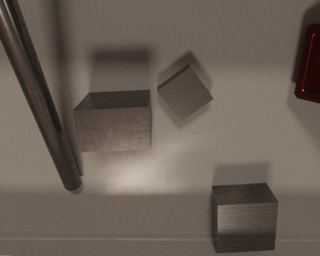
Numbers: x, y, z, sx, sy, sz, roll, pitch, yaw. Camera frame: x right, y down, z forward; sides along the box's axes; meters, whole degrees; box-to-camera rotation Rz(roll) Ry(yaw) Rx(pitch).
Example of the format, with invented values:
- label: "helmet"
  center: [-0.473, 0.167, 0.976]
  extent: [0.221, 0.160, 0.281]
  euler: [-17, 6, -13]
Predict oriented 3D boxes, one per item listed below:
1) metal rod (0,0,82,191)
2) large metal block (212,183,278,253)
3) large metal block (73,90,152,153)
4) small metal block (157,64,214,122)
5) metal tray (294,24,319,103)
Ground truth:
- label: "metal rod"
  center: [-0.129, -0.026, 0.336]
  extent: [0.025, 0.025, 0.298]
  euler: [-2, 135, 0]
- label: "large metal block"
  center: [0.119, 0.129, 0.447]
  extent: [0.081, 0.050, 0.079]
  euler: [-4, 110, 1]
- label: "large metal block"
  center: [-0.052, -0.011, 0.377]
  extent: [0.081, 0.080, 0.050]
  euler: [-3, 110, 0]
- label: "small metal block"
  center: [0.032, -0.045, 0.395]
  extent: [0.050, 0.025, 0.050]
  euler: [-35, 107, 12]
- label: "metal tray"
  center: [0.223, -0.064, 0.339]
  extent: [0.030, 0.130, 0.089]
  euler: [-14, 116, -37]
